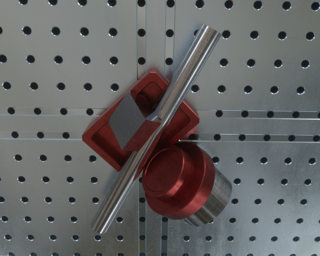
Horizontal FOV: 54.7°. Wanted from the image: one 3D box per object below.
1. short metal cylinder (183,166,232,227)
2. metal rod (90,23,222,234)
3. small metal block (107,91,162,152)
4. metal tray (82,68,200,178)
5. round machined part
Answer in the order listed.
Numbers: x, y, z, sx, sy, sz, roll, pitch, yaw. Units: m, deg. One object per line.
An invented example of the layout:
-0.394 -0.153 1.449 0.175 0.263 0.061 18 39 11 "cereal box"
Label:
0.048 0.083 0.414 0.080 0.080 0.050 -41 105 13 "short metal cylinder"
-0.014 0.014 0.386 0.025 0.025 0.298 27 108 -10 "metal rod"
-0.032 -0.008 0.373 0.025 0.050 0.050 11 127 -45 "small metal block"
-0.025 -0.003 0.408 0.130 0.030 0.090 -41 106 13 "metal tray"
0.016 0.060 0.386 0.098 0.098 0.042 -44 127 14 "round machined part"
